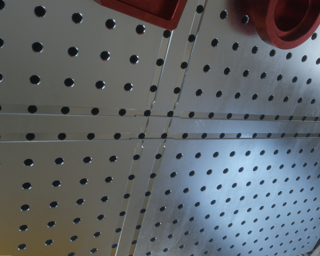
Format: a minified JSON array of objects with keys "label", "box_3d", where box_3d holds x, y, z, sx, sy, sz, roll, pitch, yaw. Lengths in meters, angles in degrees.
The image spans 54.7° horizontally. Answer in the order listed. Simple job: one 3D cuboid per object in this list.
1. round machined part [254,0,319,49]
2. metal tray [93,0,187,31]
[{"label":"round machined part","box_3d":[0.160,-0.153,0.392,0.099,0.042,0.097,-14,124,-21]},{"label":"metal tray","box_3d":[-0.004,-0.172,0.299,0.091,0.030,0.129,10,114,-33]}]
